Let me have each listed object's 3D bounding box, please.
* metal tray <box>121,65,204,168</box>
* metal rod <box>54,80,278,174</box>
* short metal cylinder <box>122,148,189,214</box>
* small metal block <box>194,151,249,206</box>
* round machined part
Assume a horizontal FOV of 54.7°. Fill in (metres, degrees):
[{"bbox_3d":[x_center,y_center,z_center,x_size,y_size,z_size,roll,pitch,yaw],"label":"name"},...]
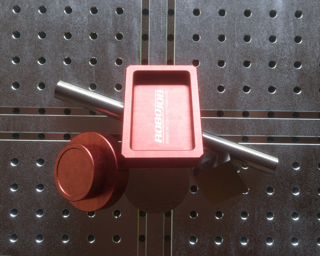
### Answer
[{"bbox_3d":[0.002,-0.017,0.378,0.091,0.030,0.130,0,61,-1],"label":"metal tray"},{"bbox_3d":[0.008,-0.001,0.410,0.301,0.025,0.025,20,90,0],"label":"metal rod"},{"bbox_3d":[-0.005,0.064,0.397,0.081,0.050,0.079,0,90,0],"label":"short metal cylinder"},{"bbox_3d":[0.078,0.065,0.399,0.050,0.025,0.050,-28,106,16],"label":"small metal block"},{"bbox_3d":[-0.090,0.053,0.377,0.098,0.042,0.097,-3,84,32],"label":"round machined part"}]
